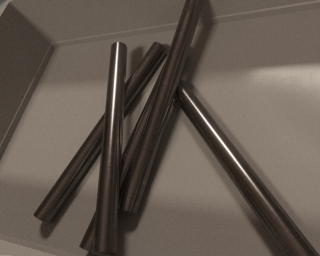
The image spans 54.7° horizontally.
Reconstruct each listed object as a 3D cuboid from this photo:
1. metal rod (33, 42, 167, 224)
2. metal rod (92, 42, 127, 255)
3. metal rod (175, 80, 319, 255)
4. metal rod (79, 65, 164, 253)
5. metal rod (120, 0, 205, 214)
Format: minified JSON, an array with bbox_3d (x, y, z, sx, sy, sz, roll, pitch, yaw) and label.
[{"bbox_3d":[-0.078,-0.002,0.446,0.025,0.025,0.300,23,74,36],"label":"metal rod"},{"bbox_3d":[-0.060,0.003,0.400,0.025,0.025,0.299,-14,56,20],"label":"metal rod"},{"bbox_3d":[0.084,0.045,0.333,0.025,0.025,0.300,-35,51,5],"label":"metal rod"},{"bbox_3d":[-0.026,0.013,0.410,0.025,0.025,0.300,11,67,32],"label":"metal rod"},{"bbox_3d":[0.006,-0.042,0.398,0.025,0.025,0.299,10,75,32],"label":"metal rod"}]
